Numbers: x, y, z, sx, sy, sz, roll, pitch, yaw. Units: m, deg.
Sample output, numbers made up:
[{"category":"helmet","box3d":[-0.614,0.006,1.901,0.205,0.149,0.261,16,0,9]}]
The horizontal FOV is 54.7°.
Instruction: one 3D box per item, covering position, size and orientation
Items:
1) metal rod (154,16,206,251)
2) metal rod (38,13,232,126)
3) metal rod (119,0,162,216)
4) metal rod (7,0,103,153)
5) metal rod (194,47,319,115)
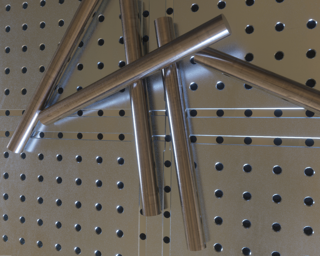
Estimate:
[{"category":"metal rod","box3d":[0.026,0.005,0.402,0.025,0.025,0.298,-9,87,19]},{"category":"metal rod","box3d":[-0.052,-0.064,0.403,0.300,0.025,0.025,-21,83,28]},{"category":"metal rod","box3d":[-0.027,-0.033,0.421,0.025,0.025,0.298,-7,88,19]},{"category":"metal rod","box3d":[-0.153,-0.092,0.464,0.025,0.025,0.299,35,101,16]},{"category":"metal rod","box3d":[0.177,-0.030,0.350,0.301,0.025,0.025,27,99,17]}]
